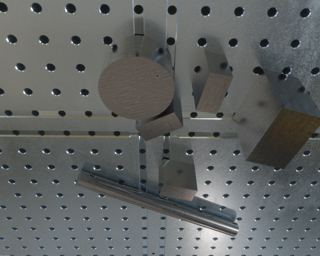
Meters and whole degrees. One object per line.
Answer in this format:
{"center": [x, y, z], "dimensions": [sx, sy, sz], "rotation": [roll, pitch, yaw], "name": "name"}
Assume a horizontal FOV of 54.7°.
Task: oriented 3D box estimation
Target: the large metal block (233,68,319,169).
{"center": [0.134, -0.011, 0.368], "dimensions": [0.050, 0.080, 0.079], "rotation": [13, 129, -11], "name": "large metal block"}

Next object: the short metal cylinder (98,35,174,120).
{"center": [-0.025, -0.056, 0.347], "dimensions": [0.081, 0.050, 0.079], "rotation": [-1, 130, 0], "name": "short metal cylinder"}

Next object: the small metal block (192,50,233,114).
{"center": [0.058, -0.052, 0.352], "dimensions": [0.025, 0.050, 0.050], "rotation": [9, 130, -8], "name": "small metal block"}

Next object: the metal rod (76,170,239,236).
{"center": [0.007, 0.132, 0.524], "dimensions": [0.302, 0.025, 0.025], "rotation": [23, 126, -19], "name": "metal rod"}

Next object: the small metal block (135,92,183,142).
{"center": [-0.001, -0.017, 0.381], "dimensions": [0.050, 0.050, 0.025], "rotation": [-21, 127, 17], "name": "small metal block"}

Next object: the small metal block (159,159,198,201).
{"center": [0.026, 0.077, 0.461], "dimensions": [0.050, 0.050, 0.025], "rotation": [13, 129, -11], "name": "small metal block"}
